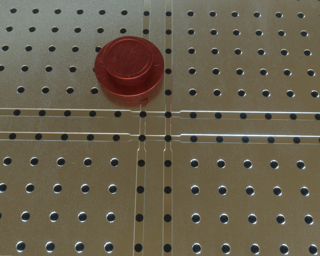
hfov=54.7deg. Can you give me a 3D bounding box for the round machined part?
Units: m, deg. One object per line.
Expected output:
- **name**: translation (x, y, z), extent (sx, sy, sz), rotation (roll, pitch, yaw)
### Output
- **round machined part**: translation (-0.043, -0.089, 0.435), extent (0.099, 0.042, 0.098), rotation (0, 70, -1)
